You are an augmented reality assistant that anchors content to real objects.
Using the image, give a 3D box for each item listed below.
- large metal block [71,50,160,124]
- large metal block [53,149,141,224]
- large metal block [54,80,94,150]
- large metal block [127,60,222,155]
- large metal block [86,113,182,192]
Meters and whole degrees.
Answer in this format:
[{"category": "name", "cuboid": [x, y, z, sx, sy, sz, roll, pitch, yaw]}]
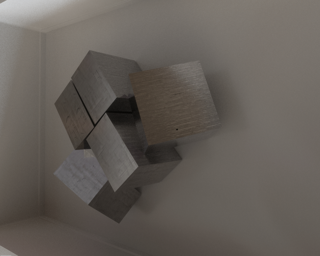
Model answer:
[{"category": "large metal block", "cuboid": [-0.058, -0.051, 0.415, 0.050, 0.081, 0.080, -46, 63, 30]}, {"category": "large metal block", "cuboid": [-0.085, 0.078, 0.428, 0.080, 0.080, 0.050, 28, 73, 36]}, {"category": "large metal block", "cuboid": [-0.090, -0.018, 0.441, 0.050, 0.081, 0.080, -45, 63, 30]}, {"category": "large metal block", "cuboid": [0.013, -0.022, 0.349, 0.050, 0.081, 0.080, 118, 137, -72]}, {"category": "large metal block", "cuboid": [-0.033, 0.028, 0.393, 0.050, 0.081, 0.080, -49, 61, 29]}]
